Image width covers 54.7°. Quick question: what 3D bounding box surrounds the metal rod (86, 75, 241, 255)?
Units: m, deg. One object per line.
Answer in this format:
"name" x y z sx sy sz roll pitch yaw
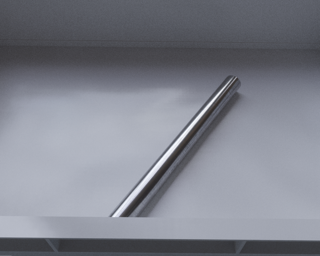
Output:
"metal rod" 0.023 0.026 0.383 0.025 0.025 0.301 28 55 21
